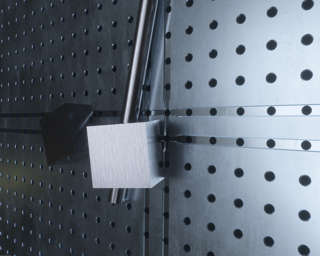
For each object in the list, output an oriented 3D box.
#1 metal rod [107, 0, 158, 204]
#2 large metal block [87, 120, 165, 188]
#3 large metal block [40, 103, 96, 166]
[{"bbox_3d":[-0.039,-0.038,0.439,0.025,0.025,0.298,17,101,38],"label":"metal rod"},{"bbox_3d":[-0.044,0.033,0.406,0.080,0.050,0.079,-4,93,19],"label":"large metal block"},{"bbox_3d":[-0.149,0.012,0.513,0.080,0.050,0.080,-24,75,37],"label":"large metal block"}]
